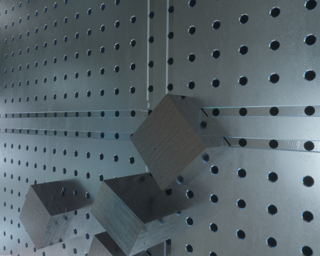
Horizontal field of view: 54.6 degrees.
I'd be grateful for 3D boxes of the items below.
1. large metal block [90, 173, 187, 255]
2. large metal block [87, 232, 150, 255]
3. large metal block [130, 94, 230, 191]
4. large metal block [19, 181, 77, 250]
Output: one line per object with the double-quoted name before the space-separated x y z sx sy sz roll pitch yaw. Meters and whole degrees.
"large metal block" -0.027 0.105 0.397 0.080 0.081 0.050 37 113 34
"large metal block" -0.062 0.205 0.446 0.080 0.050 0.080 32 110 35
"large metal block" 0.021 0.017 0.377 0.080 0.050 0.080 -49 61 29
"large metal block" -0.206 0.157 0.565 0.080 0.050 0.080 40 114 33
